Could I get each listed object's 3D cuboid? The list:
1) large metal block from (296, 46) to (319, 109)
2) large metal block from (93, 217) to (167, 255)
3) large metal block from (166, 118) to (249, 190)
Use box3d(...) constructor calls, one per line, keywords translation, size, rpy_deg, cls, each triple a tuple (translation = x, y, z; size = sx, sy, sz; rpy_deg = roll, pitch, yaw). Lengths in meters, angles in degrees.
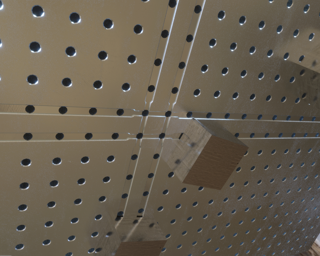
box3d(translation=(0.271, -0.086, 0.493), size=(0.080, 0.050, 0.080), rpy_deg=(-35, 129, -5), cls="large metal block")
box3d(translation=(-0.048, 0.189, 0.487), size=(0.081, 0.050, 0.079), rpy_deg=(12, 112, -34), cls="large metal block")
box3d(translation=(0.070, 0.040, 0.461), size=(0.081, 0.050, 0.080), rpy_deg=(18, 109, -36), cls="large metal block")
